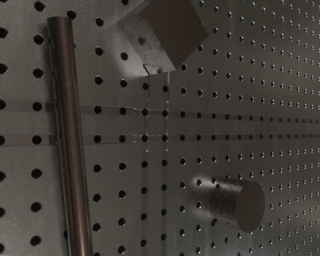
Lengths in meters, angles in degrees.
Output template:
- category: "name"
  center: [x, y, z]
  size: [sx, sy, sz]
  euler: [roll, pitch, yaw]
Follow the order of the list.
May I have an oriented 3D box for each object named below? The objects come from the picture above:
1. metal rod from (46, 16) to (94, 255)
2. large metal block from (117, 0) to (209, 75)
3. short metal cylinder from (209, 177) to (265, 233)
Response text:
- category: "metal rod"
  center: [-0.093, 0.036, 0.332]
  size: [0.025, 0.025, 0.298]
  euler: [-8, 95, -40]
- category: "large metal block"
  center: [0.006, -0.127, 0.400]
  size: [0.080, 0.050, 0.080]
  euler: [-50, 120, -29]
- category: "short metal cylinder"
  center: [0.126, 0.123, 0.502]
  size: [0.081, 0.050, 0.079]
  euler: [0, 91, -40]
